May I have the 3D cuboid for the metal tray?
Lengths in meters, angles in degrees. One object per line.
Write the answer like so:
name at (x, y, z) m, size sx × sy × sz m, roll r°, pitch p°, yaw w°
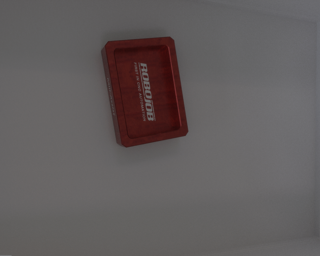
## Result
metal tray at (-0.019, -0.047, 0.400) m, size 0.091 × 0.030 × 0.129 m, roll -10°, pitch 94°, yaw -20°
